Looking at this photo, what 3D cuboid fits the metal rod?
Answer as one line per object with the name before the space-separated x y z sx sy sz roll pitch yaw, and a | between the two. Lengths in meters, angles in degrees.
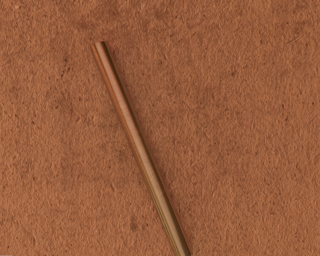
metal rod | -0.024 0.029 0.409 0.025 0.025 0.299 -22 90 0
